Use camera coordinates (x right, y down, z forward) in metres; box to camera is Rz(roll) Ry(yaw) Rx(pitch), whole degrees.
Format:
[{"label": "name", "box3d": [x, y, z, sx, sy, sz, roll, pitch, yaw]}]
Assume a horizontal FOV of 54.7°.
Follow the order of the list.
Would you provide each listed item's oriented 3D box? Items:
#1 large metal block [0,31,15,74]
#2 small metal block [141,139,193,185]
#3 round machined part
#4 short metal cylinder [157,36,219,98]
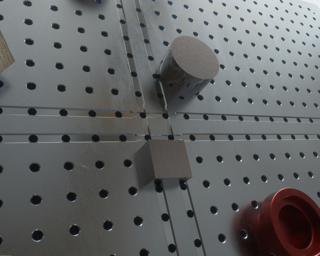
[{"label": "large metal block", "box3d": [-0.204, -0.081, 0.303, 0.050, 0.080, 0.080, 15, 50, 17]}, {"label": "small metal block", "box3d": [0.008, 0.043, 0.386, 0.050, 0.025, 0.050, 3, 60, -27]}, {"label": "round machined part", "box3d": [0.171, 0.132, 0.408, 0.099, 0.042, 0.098, 14, 56, -21]}, {"label": "short metal cylinder", "box3d": [0.042, -0.092, 0.471, 0.081, 0.050, 0.080, 14, 56, -21]}]
